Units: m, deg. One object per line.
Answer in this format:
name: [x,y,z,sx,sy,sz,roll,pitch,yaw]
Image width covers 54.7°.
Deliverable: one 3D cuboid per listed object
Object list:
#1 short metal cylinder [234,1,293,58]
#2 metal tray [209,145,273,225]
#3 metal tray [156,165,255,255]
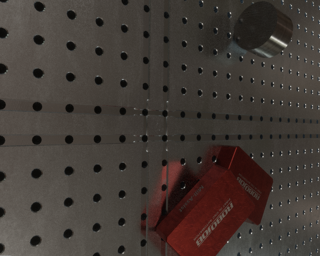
short metal cylinder: [0.173,-0.164,0.522,0.050,0.080,0.080,10,84,-40]
metal tray: [0.138,0.098,0.525,0.130,0.030,0.090,39,66,-33]
metal tray: [0.069,0.129,0.443,0.130,0.030,0.090,-44,116,-15]
